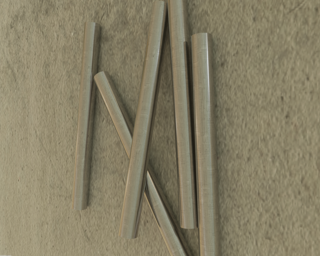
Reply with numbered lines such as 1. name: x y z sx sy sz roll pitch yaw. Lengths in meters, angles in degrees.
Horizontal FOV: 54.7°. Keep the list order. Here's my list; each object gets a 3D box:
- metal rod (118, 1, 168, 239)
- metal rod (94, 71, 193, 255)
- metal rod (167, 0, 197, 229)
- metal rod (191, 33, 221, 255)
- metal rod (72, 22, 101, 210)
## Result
1. metal rod: -0.019 -0.012 0.396 0.025 0.025 0.298 7 88 39
2. metal rod: -0.028 0.047 0.425 0.025 0.025 0.299 -39 66 33
3. metal rod: 0.029 -0.031 0.379 0.025 0.025 0.298 -5 87 39
4. metal rod: 0.054 0.041 0.358 0.025 0.025 0.298 -3 88 39
5. metal rod: -0.120 -0.017 0.500 0.025 0.025 0.298 9 95 39
